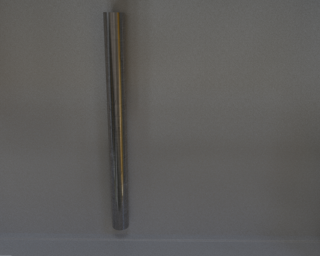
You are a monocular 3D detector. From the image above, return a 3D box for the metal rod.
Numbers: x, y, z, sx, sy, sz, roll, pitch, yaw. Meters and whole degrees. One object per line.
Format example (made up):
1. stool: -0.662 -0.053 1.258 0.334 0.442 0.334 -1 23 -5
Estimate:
1. metal rod: -0.056 0.005 0.412 0.025 0.025 0.298 1 110 0
